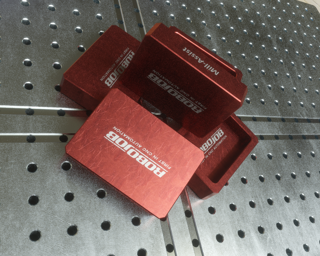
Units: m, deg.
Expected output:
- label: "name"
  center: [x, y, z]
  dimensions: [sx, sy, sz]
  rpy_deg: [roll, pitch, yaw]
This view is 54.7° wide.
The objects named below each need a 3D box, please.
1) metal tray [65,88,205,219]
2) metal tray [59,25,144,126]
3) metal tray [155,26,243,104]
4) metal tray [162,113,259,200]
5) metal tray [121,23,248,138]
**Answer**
- label: "metal tray"
  center: [-0.027, 0.028, 0.350]
  dimensions: [0.130, 0.030, 0.090]
  rpy_deg: [37, 76, -4]
- label: "metal tray"
  center: [-0.060, -0.074, 0.418]
  dimensions: [0.090, 0.030, 0.130]
  rpy_deg: [34, 51, -7]
- label: "metal tray"
  center: [0.050, -0.079, 0.443]
  dimensions: [0.130, 0.030, 0.090]
  rpy_deg: [32, 51, -8]
- label: "metal tray"
  center: [0.071, 0.024, 0.429]
  dimensions: [0.090, 0.030, 0.131]
  rpy_deg: [47, 51, 5]
- label: "metal tray"
  center: [0.026, -0.052, 0.374]
  dimensions: [0.130, 0.090, 0.030]
  rpy_deg: [35, 51, -5]
